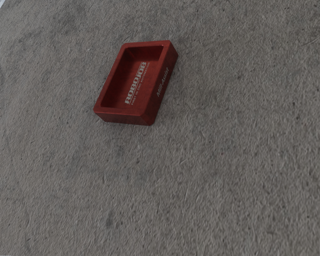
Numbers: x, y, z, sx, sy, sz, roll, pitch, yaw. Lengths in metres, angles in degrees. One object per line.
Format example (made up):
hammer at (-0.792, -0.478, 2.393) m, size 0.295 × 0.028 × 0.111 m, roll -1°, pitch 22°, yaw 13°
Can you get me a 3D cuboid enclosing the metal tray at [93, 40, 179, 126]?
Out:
metal tray at (-0.035, -0.069, 0.462) m, size 0.090 × 0.030 × 0.130 m, roll 6°, pitch 64°, yaw 30°
